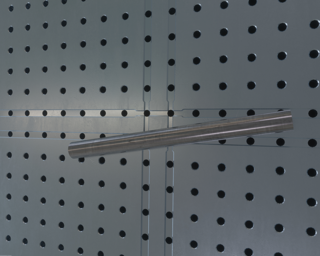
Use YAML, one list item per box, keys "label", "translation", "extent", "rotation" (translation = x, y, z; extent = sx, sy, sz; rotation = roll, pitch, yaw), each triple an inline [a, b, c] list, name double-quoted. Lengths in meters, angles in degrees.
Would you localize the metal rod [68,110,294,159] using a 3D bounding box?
- label: "metal rod"
  translation: [0.012, 0.012, 0.408]
  extent: [0.300, 0.025, 0.025]
  rotation: [-9, 87, 19]
